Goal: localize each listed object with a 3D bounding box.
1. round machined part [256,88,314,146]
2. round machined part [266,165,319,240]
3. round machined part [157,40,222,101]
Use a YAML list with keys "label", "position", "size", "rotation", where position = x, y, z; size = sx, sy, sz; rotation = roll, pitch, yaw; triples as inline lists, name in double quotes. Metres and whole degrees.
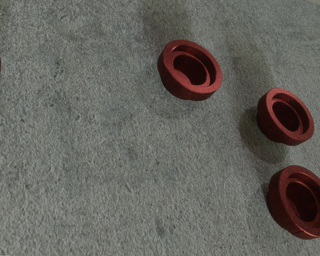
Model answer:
- label: "round machined part"
  position: [0.199, -0.014, 0.508]
  size: [0.099, 0.042, 0.098]
  rotation: [14, 56, -21]
- label: "round machined part"
  position: [0.189, 0.105, 0.430]
  size: [0.099, 0.042, 0.098]
  rotation: [14, 56, -21]
- label: "round machined part"
  position: [0.040, -0.081, 0.464]
  size: [0.099, 0.042, 0.098]
  rotation: [14, 56, -21]
